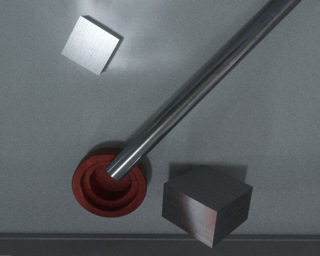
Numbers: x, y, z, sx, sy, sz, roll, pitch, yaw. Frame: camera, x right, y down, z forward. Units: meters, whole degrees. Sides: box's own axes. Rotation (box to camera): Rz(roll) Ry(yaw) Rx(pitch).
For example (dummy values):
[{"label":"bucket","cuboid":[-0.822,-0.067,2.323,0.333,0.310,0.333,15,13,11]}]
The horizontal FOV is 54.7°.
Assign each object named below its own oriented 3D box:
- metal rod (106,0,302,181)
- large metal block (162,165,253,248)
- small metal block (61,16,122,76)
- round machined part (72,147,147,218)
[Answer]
[{"label":"metal rod","cuboid":[0.048,-0.049,0.370,0.300,0.025,0.025,-45,105,5]},{"label":"large metal block","cuboid":[0.061,0.095,0.400,0.080,0.081,0.050,21,117,40]},{"label":"small metal block","cuboid":[-0.082,-0.099,0.374,0.050,0.025,0.050,30,107,-11]},{"label":"round machined part","cuboid":[-0.067,0.071,0.427,0.099,0.042,0.097,0,110,-1]}]
